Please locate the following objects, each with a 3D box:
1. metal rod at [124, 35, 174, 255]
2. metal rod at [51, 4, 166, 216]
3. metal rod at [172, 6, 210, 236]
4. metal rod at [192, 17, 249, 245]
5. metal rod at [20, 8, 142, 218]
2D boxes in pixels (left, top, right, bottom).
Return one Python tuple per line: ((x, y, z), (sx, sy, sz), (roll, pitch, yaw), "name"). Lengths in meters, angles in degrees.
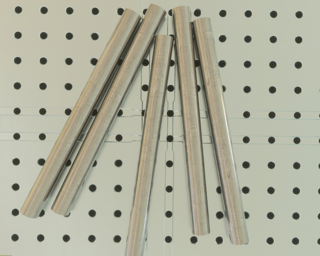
((-0.015, 0.027, 0.413), (0.025, 0.025, 0.298), (8, 90, 0), "metal rod")
((-0.068, -0.024, 0.413), (0.025, 0.025, 0.299), (26, 90, 0), "metal rod")
((0.042, -0.009, 0.414), (0.025, 0.025, 0.298), (-5, 90, 0), "metal rod")
((0.081, 0.004, 0.414), (0.025, 0.025, 0.299), (-10, 90, 0), "metal rod")
((-0.104, -0.019, 0.412), (0.025, 0.025, 0.299), (28, 90, 0), "metal rod")
